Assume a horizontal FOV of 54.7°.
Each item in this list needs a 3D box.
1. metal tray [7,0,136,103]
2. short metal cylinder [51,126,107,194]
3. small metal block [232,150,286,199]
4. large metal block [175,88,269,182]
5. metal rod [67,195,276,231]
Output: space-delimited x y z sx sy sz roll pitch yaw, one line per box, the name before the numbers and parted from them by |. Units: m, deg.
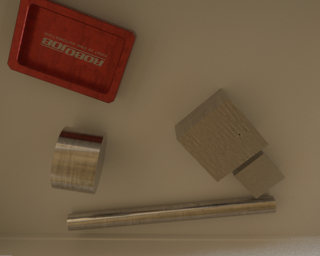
metal tray | -0.104 -0.094 0.372 0.131 0.030 0.089 19 109 -8
short metal cylinder | -0.101 0.041 0.396 0.050 0.080 0.079 10 110 -4
small metal block | 0.137 0.063 0.436 0.050 0.025 0.050 -41 106 13
large metal block | 0.077 0.009 0.402 0.080 0.050 0.080 -40 106 13
metal rod | 0.016 0.126 0.458 0.302 0.025 0.025 -5 110 1
